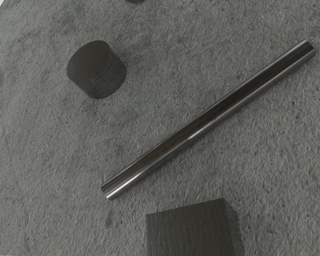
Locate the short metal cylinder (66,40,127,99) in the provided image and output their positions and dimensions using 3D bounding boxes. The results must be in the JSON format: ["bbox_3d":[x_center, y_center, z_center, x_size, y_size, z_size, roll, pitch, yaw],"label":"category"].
[{"bbox_3d":[-0.101,-0.093,0.499,0.080,0.050,0.080,-13,56,21],"label":"short metal cylinder"}]

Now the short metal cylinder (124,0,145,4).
[{"bbox_3d":[-0.056,-0.275,0.567,0.080,0.080,0.050,-48,51,-6],"label":"short metal cylinder"}]

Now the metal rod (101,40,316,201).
[{"bbox_3d":[0.055,-0.007,0.379,0.300,0.025,0.025,-36,51,4],"label":"metal rod"}]

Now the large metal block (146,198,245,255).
[{"bbox_3d":[0.036,0.120,0.295,0.080,0.050,0.080,-17,55,18],"label":"large metal block"}]
